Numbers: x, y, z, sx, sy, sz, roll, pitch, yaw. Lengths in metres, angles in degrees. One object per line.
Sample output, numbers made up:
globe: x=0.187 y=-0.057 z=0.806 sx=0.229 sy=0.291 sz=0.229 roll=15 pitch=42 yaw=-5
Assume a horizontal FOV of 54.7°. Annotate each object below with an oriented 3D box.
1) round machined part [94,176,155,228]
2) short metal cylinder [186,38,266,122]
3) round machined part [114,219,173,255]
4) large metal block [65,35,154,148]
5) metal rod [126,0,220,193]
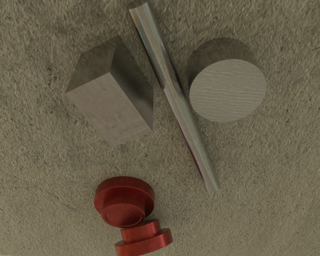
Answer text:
round machined part: x=-0.058 y=0.126 z=0.503 sx=0.099 sy=0.042 sz=0.097 roll=0 pitch=130 yaw=0
short metal cylinder: x=0.071 y=-0.053 z=0.346 sx=0.081 sy=0.050 sz=0.079 roll=0 pitch=130 yaw=0
round machined part: x=-0.030 y=0.186 z=0.533 sx=0.099 sy=0.042 sz=0.098 roll=-15 pitch=169 yaw=-3
large metal block: x=-0.049 y=-0.040 z=0.336 sx=0.050 sy=0.080 sz=0.080 roll=-22 pitch=127 yaw=17
metal rod: x=0.030 y=-0.016 z=0.393 sx=0.025 sy=0.025 sz=0.299 roll=-16 pitch=129 yaw=13
